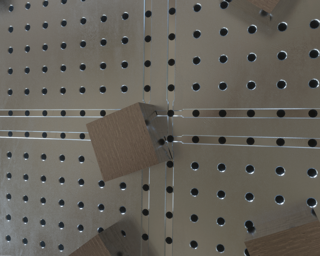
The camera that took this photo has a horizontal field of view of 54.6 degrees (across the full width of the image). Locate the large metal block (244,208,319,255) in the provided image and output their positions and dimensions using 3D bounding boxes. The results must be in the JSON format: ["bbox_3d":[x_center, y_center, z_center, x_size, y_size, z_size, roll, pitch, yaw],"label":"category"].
[{"bbox_3d":[0.151,0.146,0.346,0.080,0.050,0.080,-25,82,18],"label":"large metal block"}]

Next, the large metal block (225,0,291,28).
[{"bbox_3d":[0.119,-0.178,0.358,0.080,0.050,0.080,39,102,16],"label":"large metal block"}]

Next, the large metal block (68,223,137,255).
[{"bbox_3d":[-0.079,0.193,0.428,0.080,0.050,0.080,-39,78,16],"label":"large metal block"}]

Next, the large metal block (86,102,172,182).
[{"bbox_3d":[-0.041,0.019,0.414,0.080,0.050,0.080,-21,83,19],"label":"large metal block"}]
